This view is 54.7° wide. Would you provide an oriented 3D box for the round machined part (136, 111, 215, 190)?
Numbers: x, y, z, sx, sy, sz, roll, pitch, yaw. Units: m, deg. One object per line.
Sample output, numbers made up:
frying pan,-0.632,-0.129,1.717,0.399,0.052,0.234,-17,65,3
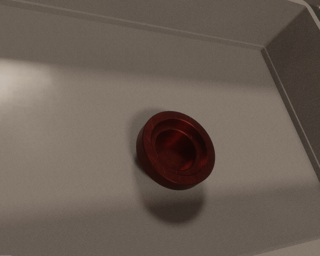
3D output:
round machined part,0.016,0.031,0.386,0.099,0.042,0.098,14,56,-21
